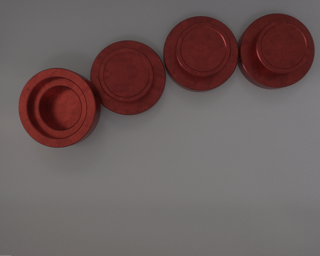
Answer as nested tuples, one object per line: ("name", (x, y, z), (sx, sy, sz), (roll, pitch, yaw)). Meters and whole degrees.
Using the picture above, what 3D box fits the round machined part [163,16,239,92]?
("round machined part", (0.054, -0.098, 0.403), (0.099, 0.042, 0.097), (0, 90, 0))

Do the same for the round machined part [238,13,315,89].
("round machined part", (0.153, -0.101, 0.404), (0.099, 0.042, 0.097), (0, 90, 0))

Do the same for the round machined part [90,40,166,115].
("round machined part", (-0.042, -0.066, 0.402), (0.099, 0.042, 0.097), (0, 90, 0))

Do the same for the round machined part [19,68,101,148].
("round machined part", (-0.124, -0.025, 0.398), (0.099, 0.042, 0.097), (0, 92, 6))
